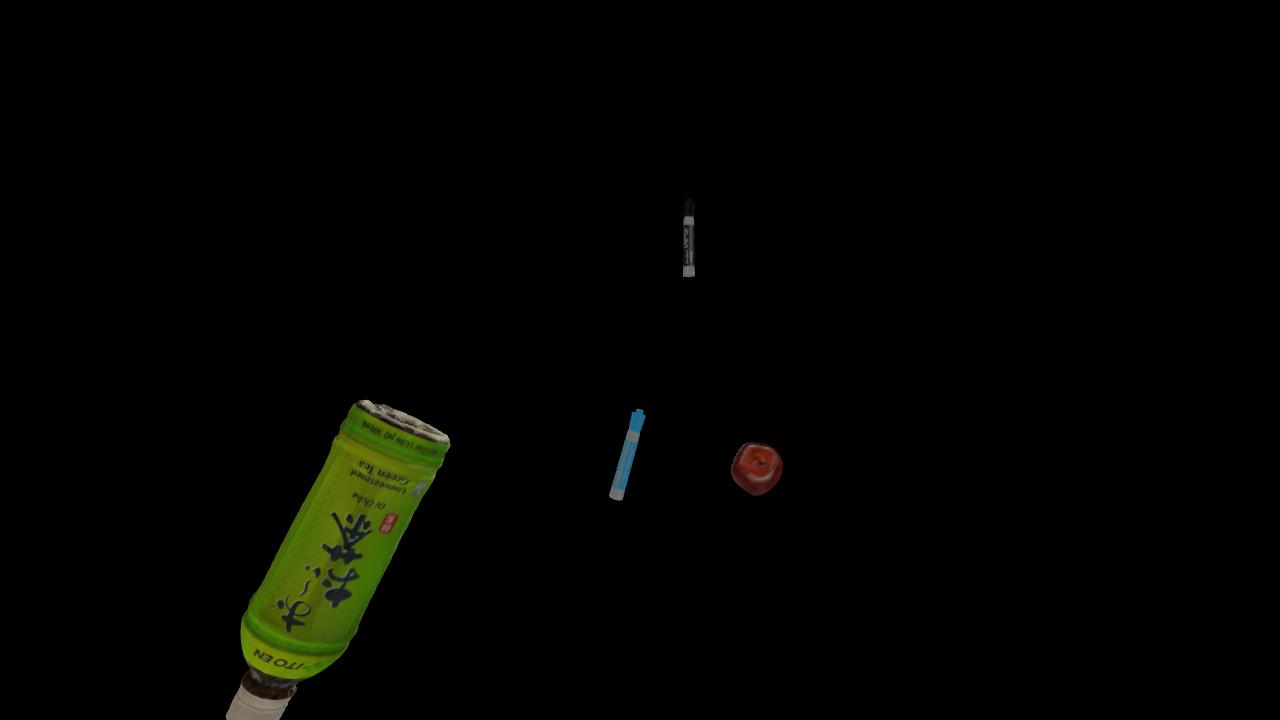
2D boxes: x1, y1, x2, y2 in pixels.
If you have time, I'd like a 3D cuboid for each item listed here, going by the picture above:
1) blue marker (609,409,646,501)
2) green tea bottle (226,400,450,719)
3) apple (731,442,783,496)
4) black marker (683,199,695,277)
[{"bbox_3d":[-0.016,0.122,0.798,0.020,0.121,0.020,15,4,-1],"label":"blue marker"},{"bbox_3d":[-0.203,0.134,0.404,0.073,0.212,0.073,26,-6,3],"label":"green tea bottle"},{"bbox_3d":[0.178,0.167,0.937,0.079,0.079,0.093,0,-23,1],"label":"apple"},{"bbox_3d":[0.076,-0.191,0.961,0.020,0.121,0.020,0,0,0],"label":"black marker"}]
